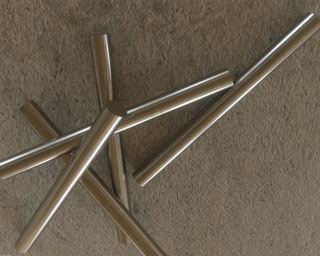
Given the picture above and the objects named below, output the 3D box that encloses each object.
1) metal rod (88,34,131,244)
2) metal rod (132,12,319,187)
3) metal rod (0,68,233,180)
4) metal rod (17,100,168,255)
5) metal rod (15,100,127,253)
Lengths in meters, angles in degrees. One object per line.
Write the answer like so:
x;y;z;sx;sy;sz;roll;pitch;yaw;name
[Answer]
-0.062;0.028;0.419;0.025;0.025;0.298;-4;110;1;metal rod
0.076;-0.027;0.400;0.299;0.025;0.025;-43;105;14;metal rod
-0.055;-0.005;0.380;0.301;0.025;0.025;-22;109;1;metal rod
-0.080;0.087;0.418;0.025;0.025;0.300;-37;98;12;metal rod
-0.128;0.080;0.401;0.025;0.025;0.298;33;120;-12;metal rod
